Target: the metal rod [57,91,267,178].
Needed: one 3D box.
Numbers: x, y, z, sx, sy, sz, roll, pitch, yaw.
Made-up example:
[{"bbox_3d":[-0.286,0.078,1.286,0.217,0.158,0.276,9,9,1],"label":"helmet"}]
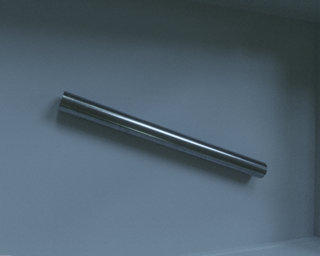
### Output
[{"bbox_3d":[0.017,0.016,0.415,0.302,0.025,0.025,20,84,-19],"label":"metal rod"}]
